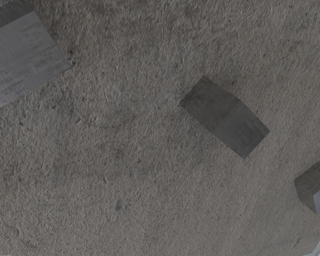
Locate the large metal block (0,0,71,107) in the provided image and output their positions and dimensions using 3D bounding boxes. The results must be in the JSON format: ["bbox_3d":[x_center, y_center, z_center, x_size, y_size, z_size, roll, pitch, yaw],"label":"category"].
[{"bbox_3d":[-0.131,-0.064,0.260,0.080,0.080,0.050,-32,129,-8],"label":"large metal block"}]

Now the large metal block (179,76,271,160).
[{"bbox_3d":[0.084,-0.014,0.408,0.050,0.080,0.080,-50,129,7],"label":"large metal block"}]

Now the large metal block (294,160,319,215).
[{"bbox_3d":[0.336,0.123,0.650,0.080,0.050,0.080,-35,129,-5],"label":"large metal block"}]
